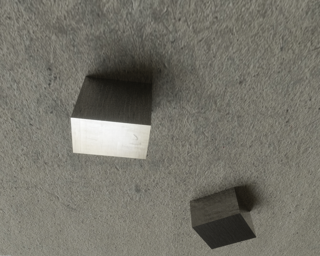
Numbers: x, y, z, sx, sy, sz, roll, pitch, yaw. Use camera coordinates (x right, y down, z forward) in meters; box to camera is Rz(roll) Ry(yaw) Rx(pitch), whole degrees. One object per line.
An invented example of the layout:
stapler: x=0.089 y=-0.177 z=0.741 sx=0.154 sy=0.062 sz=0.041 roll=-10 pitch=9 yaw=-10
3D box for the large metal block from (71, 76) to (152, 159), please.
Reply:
large metal block: x=-0.052 y=-0.013 z=0.359 sx=0.081 sy=0.080 sz=0.050 roll=6 pitch=130 yaw=-5

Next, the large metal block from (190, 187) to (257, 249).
large metal block: x=0.106 y=0.154 z=0.523 sx=0.080 sy=0.050 sz=0.080 roll=-23 pitch=127 yaw=18
